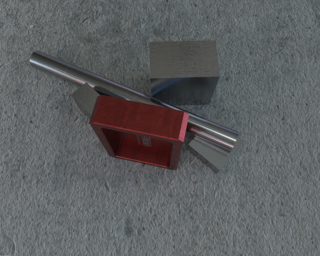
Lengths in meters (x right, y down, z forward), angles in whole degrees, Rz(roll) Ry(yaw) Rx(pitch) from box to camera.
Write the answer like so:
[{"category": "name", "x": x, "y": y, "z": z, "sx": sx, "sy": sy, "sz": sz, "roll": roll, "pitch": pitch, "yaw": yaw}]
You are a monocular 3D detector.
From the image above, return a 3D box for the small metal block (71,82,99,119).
[{"category": "small metal block", "x": -0.083, "y": -0.025, "z": 0.403, "sx": 0.050, "sy": 0.050, "sz": 0.025, "roll": 43, "pitch": 75, "yaw": 13}]

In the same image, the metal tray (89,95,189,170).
[{"category": "metal tray", "x": -0.020, "y": 0.011, "z": 0.349, "sx": 0.090, "sy": 0.130, "sz": 0.030, "roll": 12, "pitch": 71, "yaw": 4}]

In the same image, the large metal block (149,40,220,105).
[{"category": "large metal block", "x": 0.028, "y": -0.068, "z": 0.404, "sx": 0.081, "sy": 0.080, "sz": 0.050, "roll": -2, "pitch": 70, "yaw": -1}]

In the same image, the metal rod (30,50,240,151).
[{"category": "metal rod", "x": -0.043, "y": -0.041, "z": 0.409, "sx": 0.301, "sy": 0.025, "sz": 0.025, "roll": 23, "pitch": 72, "yaw": 13}]

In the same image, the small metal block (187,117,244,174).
[{"category": "small metal block", "x": 0.071, "y": 0.023, "z": 0.402, "sx": 0.050, "sy": 0.025, "sz": 0.050, "roll": 40, "pitch": 74, "yaw": 13}]
